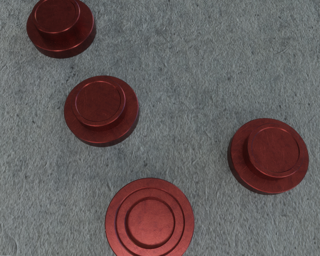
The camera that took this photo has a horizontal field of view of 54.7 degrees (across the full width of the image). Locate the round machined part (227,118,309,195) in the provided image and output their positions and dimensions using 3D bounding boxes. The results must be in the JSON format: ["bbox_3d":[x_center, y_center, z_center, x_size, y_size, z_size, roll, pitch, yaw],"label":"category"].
[{"bbox_3d":[0.138,0.032,0.388,0.099,0.042,0.098,0,70,0],"label":"round machined part"}]

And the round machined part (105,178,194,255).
[{"bbox_3d":[-0.011,0.110,0.359,0.099,0.042,0.098,0,70,0],"label":"round machined part"}]

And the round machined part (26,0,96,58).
[{"bbox_3d":[-0.147,-0.155,0.455,0.099,0.042,0.098,0,70,0],"label":"round machined part"}]

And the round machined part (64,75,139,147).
[{"bbox_3d":[-0.077,-0.027,0.408,0.099,0.042,0.098,0,70,0],"label":"round machined part"}]
